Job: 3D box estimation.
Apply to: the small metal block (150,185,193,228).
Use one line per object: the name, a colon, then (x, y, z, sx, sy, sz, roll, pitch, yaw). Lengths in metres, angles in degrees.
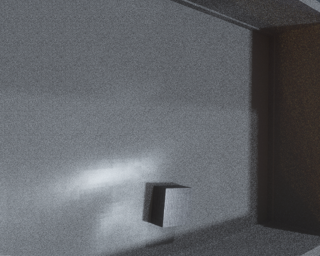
small metal block: (0.017, 0.105, 0.423, 0.050, 0.025, 0.050, 8, 85, -40)
